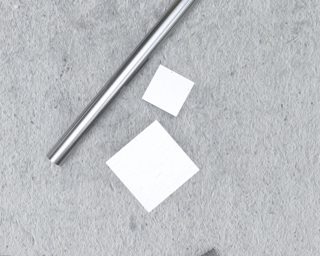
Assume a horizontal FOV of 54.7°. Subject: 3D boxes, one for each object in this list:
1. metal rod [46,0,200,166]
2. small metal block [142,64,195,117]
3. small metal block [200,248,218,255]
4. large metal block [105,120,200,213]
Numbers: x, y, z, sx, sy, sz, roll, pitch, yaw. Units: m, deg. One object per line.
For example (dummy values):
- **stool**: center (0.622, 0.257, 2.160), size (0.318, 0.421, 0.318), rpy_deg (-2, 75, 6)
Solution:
- **metal rod**: center (-0.044, -0.073, 0.409), size (0.025, 0.025, 0.300), rpy_deg (40, 90, 0)
- **small metal block**: center (0.011, -0.048, 0.410), size (0.050, 0.025, 0.050), rpy_deg (28, 90, 0)
- **small metal block**: center (0.064, 0.198, 0.411), size (0.050, 0.025, 0.050), rpy_deg (-29, 90, 0)
- **large metal block**: center (-0.009, 0.046, 0.398), size (0.080, 0.050, 0.080), rpy_deg (-40, 90, 0)
